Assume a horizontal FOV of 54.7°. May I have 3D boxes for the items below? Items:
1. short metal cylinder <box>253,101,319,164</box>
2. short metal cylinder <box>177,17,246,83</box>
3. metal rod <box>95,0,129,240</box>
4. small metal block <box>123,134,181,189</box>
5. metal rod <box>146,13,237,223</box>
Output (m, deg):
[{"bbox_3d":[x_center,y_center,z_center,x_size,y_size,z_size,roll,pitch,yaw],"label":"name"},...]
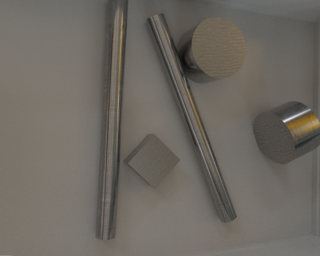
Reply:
[{"bbox_3d":[0.183,0.006,0.451,0.050,0.080,0.080,-22,98,-19],"label":"short metal cylinder"},{"bbox_3d":[0.069,-0.104,0.424,0.081,0.050,0.079,0,90,-21],"label":"short metal cylinder"},{"bbox_3d":[-0.060,-0.014,0.388,0.025,0.025,0.298,3,89,-20],"label":"metal rod"},{"bbox_3d":[-0.011,0.043,0.408,0.050,0.025,0.050,46,76,-15],"label":"small metal block"},{"bbox_3d":[0.046,-0.008,0.428,0.025,0.025,0.298,-24,98,-19],"label":"metal rod"}]
